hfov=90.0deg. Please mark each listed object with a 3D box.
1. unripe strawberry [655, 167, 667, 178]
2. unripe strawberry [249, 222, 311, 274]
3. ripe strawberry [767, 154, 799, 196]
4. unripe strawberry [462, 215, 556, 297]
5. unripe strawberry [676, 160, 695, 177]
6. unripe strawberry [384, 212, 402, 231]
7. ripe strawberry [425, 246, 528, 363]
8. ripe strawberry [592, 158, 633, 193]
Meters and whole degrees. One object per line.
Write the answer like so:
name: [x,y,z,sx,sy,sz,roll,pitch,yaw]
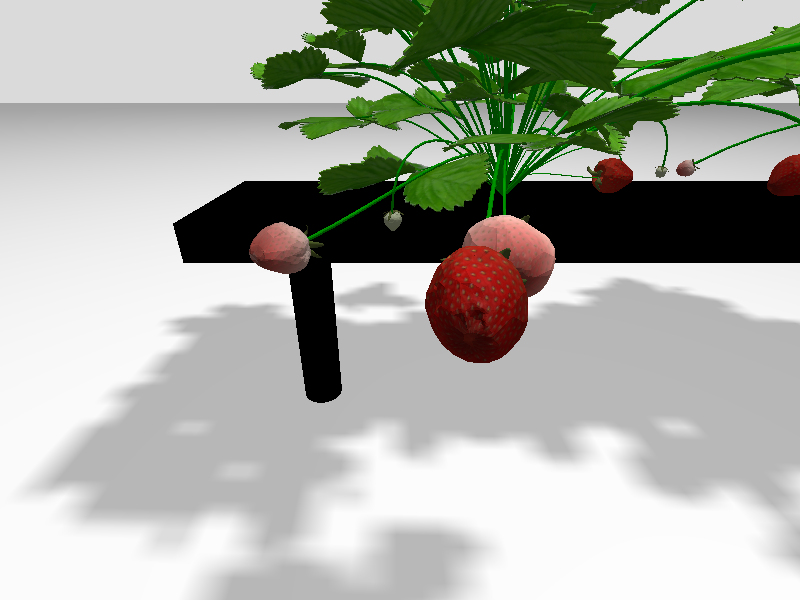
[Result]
unripe strawberry: [0.263,-0.129,0.404,0.010,0.010,0.011,-10,29,-19]
unripe strawberry: [-0.059,-0.024,0.192,0.028,0.026,0.026,22,36,36]
ripe strawberry: [0.335,-0.104,0.342,0.035,0.035,0.033,-31,23,15]
unripe strawberry: [0.045,-0.017,0.168,0.040,0.034,0.040,6,29,11]
unripe strawberry: [0.298,-0.137,0.418,0.016,0.016,0.014,-23,16,30]
unripe strawberry: [-0.004,-0.048,0.244,0.011,0.011,0.011,21,34,35]
ripe strawberry: [0.024,0.003,0.128,0.033,0.038,0.036,7,29,14]
ripe strawberry: [0.185,-0.107,0.347,0.030,0.029,0.033,-2,28,-4]
